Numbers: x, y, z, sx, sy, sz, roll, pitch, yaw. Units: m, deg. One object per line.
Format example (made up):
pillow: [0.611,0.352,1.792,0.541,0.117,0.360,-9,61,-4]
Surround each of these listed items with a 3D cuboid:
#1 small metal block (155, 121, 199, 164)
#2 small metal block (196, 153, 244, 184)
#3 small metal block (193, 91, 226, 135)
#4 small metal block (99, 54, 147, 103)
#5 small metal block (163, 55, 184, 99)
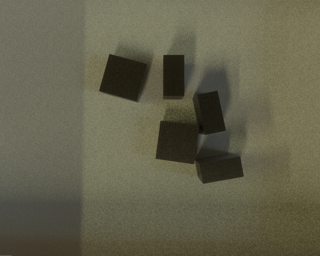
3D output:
small metal block: [0.024,0.018,0.409,0.050,0.025,0.050,7,90,6]
small metal block: [0.075,0.051,0.400,0.050,0.050,0.025,-10,90,0]
small metal block: [0.062,-0.019,0.400,0.025,0.050,0.050,-12,90,-1]
small metal block: [-0.048,-0.065,0.411,0.050,0.025,0.050,15,90,-1]
small metal block: [0.017,-0.064,0.399,0.025,0.050,0.050,0,90,0]
